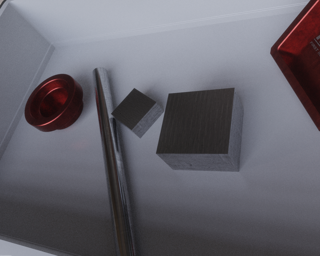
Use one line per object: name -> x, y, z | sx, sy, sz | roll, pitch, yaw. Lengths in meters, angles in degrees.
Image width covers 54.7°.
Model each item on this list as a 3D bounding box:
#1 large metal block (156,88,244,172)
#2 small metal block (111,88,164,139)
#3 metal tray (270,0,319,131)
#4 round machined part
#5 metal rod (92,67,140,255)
large metal block -> 0.049, 0.004, 0.361 | 0.080, 0.050, 0.080 | -2, 61, 27
small metal block -> -0.032, -0.021, 0.434 | 0.050, 0.025, 0.050 | -49, 52, -7
metal tray -> 0.177, -0.070, 0.319 | 0.089, 0.030, 0.130 | -57, 37, 43
round machined part -> -0.165, -0.036, 0.501 | 0.098, 0.042, 0.098 | -13, 56, 20
metal rod -> -0.067, 0.026, 0.423 | 0.025, 0.025, 0.299 | -25, 53, 13
